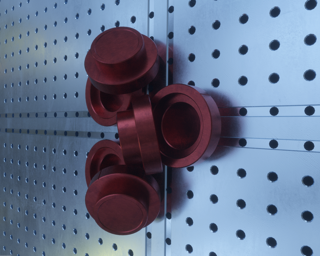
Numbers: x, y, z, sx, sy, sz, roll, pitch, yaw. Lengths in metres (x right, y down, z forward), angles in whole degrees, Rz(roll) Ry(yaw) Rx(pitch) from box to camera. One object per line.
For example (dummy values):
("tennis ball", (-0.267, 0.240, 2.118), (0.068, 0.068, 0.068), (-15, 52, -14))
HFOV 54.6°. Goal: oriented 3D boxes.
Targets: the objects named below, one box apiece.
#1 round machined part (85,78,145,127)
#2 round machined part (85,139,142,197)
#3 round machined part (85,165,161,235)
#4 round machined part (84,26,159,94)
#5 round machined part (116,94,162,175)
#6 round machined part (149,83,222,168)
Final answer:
("round machined part", (-0.061, -0.051, 0.449), (0.098, 0.042, 0.097), (0, 90, 40))
("round machined part", (-0.062, 0.065, 0.450), (0.098, 0.042, 0.097), (0, 90, 40))
("round machined part", (-0.049, 0.099, 0.402), (0.099, 0.042, 0.097), (1, 117, 1))
("round machined part", (-0.051, -0.094, 0.406), (0.098, 0.042, 0.098), (-4, 56, 6))
("round machined part", (-0.027, 0.010, 0.382), (0.042, 0.098, 0.098), (-10, 81, -3))
("round machined part", (0.031, -0.003, 0.373), (0.098, 0.042, 0.097), (0, 90, 40))
